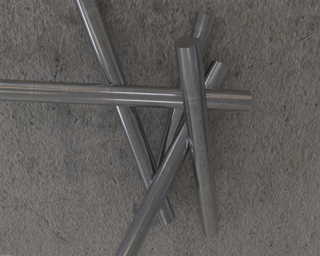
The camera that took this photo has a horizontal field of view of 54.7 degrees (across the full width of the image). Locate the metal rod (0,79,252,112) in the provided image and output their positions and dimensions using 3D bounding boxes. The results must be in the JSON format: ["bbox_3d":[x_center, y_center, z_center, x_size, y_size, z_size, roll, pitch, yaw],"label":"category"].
[{"bbox_3d":[-0.048,-0.038,0.355,0.302,0.025,0.025,2,110,-1],"label":"metal rod"}]

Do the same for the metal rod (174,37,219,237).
[{"bbox_3d":[0.051,0.037,0.379,0.025,0.025,0.298,-10,127,3],"label":"metal rod"}]

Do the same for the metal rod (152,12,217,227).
[{"bbox_3d":[0.019,0.003,0.411,0.025,0.025,0.298,13,110,-5],"label":"metal rod"}]

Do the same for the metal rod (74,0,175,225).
[{"bbox_3d":[-0.038,-0.012,0.389,0.025,0.025,0.298,-18,104,6],"label":"metal rod"}]

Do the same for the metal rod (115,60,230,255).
[{"bbox_3d":[0.009,0.056,0.385,0.025,0.025,0.299,26,91,-9],"label":"metal rod"}]
